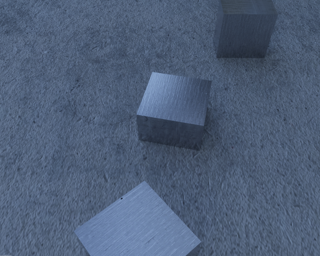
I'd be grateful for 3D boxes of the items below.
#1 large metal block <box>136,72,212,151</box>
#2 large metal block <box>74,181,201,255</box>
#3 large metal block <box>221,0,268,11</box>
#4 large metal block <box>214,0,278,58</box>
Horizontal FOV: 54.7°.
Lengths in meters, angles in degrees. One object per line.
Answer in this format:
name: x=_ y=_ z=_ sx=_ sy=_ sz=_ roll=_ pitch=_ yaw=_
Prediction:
large metal block: x=0.020 y=-0.023 z=0.406 sx=0.080 sy=0.050 sz=0.080 roll=10 pitch=51 yaw=8
large metal block: x=-0.020 y=0.112 z=0.293 sx=0.080 sy=0.050 sz=0.080 roll=-33 pitch=57 yaw=-25
large metal block: x=0.168 y=-0.279 z=0.622 sx=0.081 sy=0.050 sz=0.080 roll=-1 pitch=50 yaw=-1
large metal block: x=0.135 y=-0.162 z=0.504 sx=0.081 sy=0.080 sz=0.050 roll=0 pitch=50 yaw=0
